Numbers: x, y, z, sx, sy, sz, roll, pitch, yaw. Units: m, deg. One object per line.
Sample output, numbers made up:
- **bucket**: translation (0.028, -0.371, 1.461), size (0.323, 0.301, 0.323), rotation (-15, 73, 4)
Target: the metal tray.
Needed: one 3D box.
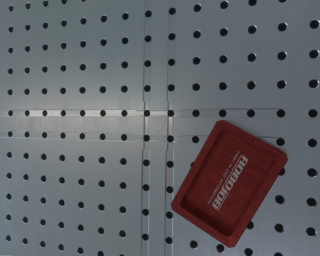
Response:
- **metal tray**: translation (0.083, 0.066, 0.380), size (0.090, 0.030, 0.129), rotation (30, 100, 17)
